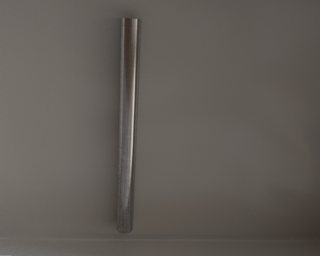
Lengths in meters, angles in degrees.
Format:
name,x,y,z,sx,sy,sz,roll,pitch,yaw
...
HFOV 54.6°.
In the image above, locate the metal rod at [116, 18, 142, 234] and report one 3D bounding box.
name,x,y,z,sx,sy,sz,roll,pitch,yaw
metal rod,-0.043,0.011,0.414,0.025,0.025,0.298,3,110,-1
